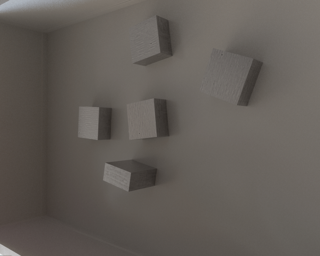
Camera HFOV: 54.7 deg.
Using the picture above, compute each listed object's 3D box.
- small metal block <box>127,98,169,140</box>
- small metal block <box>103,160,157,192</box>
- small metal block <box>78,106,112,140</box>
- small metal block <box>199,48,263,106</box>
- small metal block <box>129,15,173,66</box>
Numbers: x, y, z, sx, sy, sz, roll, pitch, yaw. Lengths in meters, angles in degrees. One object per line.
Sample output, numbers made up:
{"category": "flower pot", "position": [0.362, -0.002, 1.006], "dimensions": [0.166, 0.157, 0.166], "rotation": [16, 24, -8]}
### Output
{"category": "small metal block", "position": [-0.017, -0.011, 0.421], "dimensions": [0.050, 0.025, 0.050], "rotation": [-8, 85, 39]}
{"category": "small metal block", "position": [-0.041, 0.064, 0.424], "dimensions": [0.050, 0.050, 0.025], "rotation": [14, 99, 39]}
{"category": "small metal block", "position": [-0.104, -0.008, 0.493], "dimensions": [0.050, 0.025, 0.050], "rotation": [5, 93, 40]}
{"category": "small metal block", "position": [0.078, -0.056, 0.343], "dimensions": [0.050, 0.025, 0.050], "rotation": [27, 107, 36]}
{"category": "small metal block", "position": [-0.013, -0.116, 0.418], "dimensions": [0.050, 0.025, 0.050], "rotation": [-10, 83, 39]}
